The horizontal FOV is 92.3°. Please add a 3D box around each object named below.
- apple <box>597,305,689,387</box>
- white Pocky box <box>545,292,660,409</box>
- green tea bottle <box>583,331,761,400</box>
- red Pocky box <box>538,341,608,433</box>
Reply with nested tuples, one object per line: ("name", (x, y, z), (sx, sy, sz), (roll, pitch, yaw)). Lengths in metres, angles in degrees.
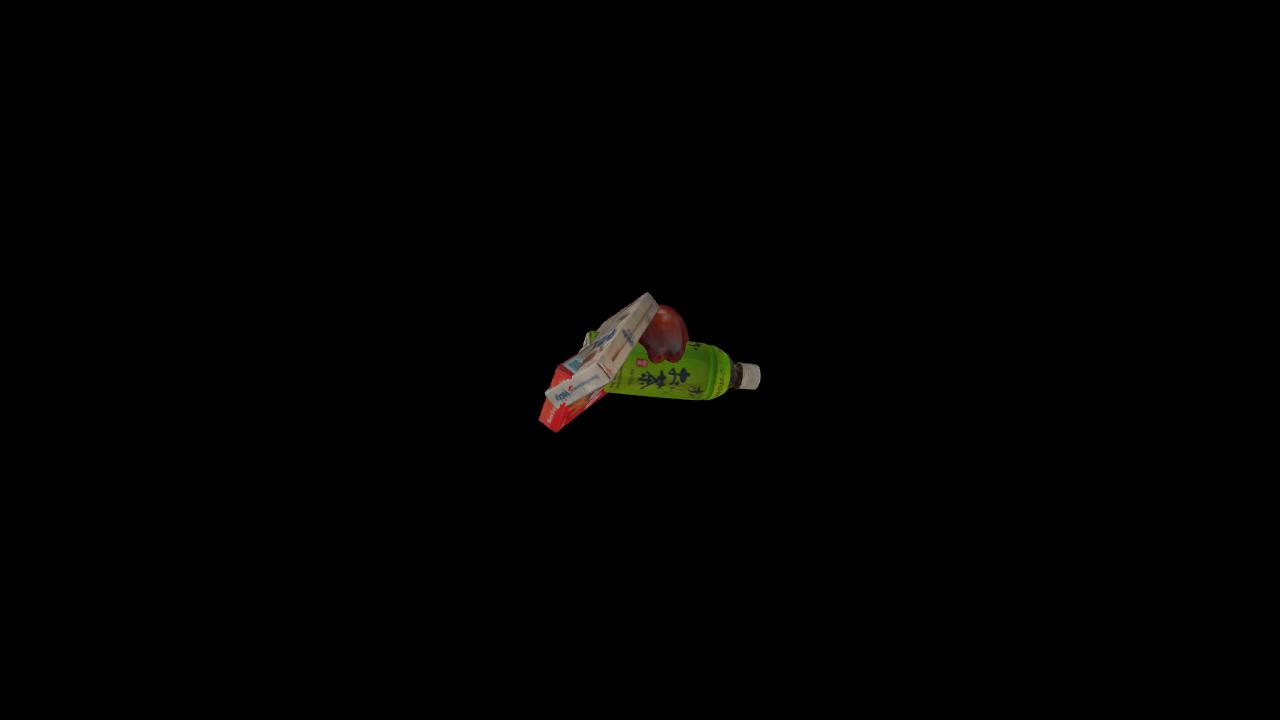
("apple", (0.019, -0.023, 0.726), (0.079, 0.093, 0.079), (-6, -44, -6))
("white Pocky box", (-0.036, -0.012, 0.664), (0.084, 0.028, 0.154), (-30, 16, 36))
("green tea bottle", (0.038, 0.010, 0.723), (0.212, 0.073, 0.073), (5, -1, -13))
("red Pocky box", (-0.047, 0.013, 0.684), (0.028, 0.083, 0.155), (36, 38, 14))
